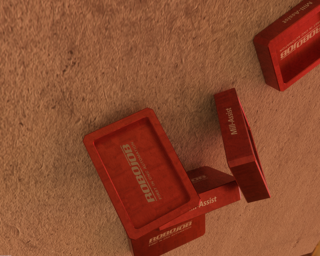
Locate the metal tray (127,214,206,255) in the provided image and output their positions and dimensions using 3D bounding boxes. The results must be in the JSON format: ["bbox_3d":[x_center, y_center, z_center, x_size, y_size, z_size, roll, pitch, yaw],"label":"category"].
[{"bbox_3d":[0.011,0.163,0.510,0.131,0.030,0.089,-18,126,-18],"label":"metal tray"}]

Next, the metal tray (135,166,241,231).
[{"bbox_3d":[0.035,0.094,0.439,0.131,0.090,0.030,-14,101,-20],"label":"metal tray"}]

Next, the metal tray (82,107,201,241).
[{"bbox_3d":[-0.023,0.052,0.366,0.091,0.130,0.030,-25,169,-13],"label":"metal tray"}]

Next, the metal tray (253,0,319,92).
[{"bbox_3d":[0.201,-0.124,0.436,0.130,0.030,0.090,-37,129,-4],"label":"metal tray"}]

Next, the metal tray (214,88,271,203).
[{"bbox_3d":[0.107,0.020,0.410,0.030,0.130,0.090,-19,131,17],"label":"metal tray"}]
